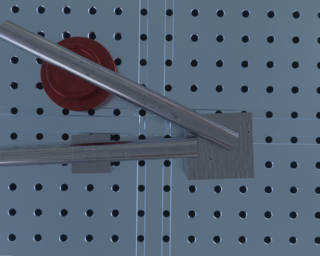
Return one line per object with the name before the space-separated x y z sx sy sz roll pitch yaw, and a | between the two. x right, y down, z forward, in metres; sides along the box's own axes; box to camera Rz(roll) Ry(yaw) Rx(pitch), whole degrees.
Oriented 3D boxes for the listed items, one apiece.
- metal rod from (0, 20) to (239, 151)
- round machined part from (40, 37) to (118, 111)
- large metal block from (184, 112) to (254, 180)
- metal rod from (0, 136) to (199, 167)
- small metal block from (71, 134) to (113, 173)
metal rod | -0.049 -0.050 0.364 0.301 0.025 0.025 26 90 2
round machined part | -0.107 -0.071 0.403 0.099 0.042 0.097 0 90 -1
large metal block | 0.072 0.022 0.399 0.081 0.050 0.079 -2 90 -1
metal rod | -0.104 0.032 0.385 0.301 0.025 0.025 -4 90 10
small metal block | -0.089 0.034 0.413 0.050 0.025 0.050 0 90 -1
